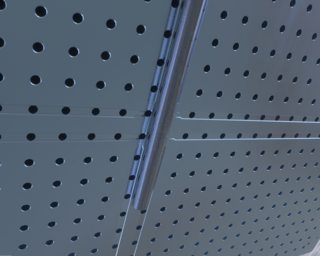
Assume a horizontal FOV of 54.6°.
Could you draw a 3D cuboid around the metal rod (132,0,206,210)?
[{"bbox_3d":[0.005,-0.015,0.404,0.025,0.025,0.298,0,118,-29],"label":"metal rod"}]
